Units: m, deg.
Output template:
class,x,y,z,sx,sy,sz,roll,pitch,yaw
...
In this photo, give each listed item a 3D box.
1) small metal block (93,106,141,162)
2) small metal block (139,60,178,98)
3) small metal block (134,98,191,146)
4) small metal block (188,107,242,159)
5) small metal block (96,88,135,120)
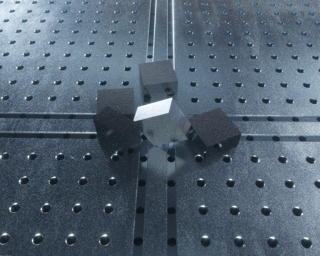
class,x,y,z,sx,sy,sz,roll,pitch,yaw
small metal block,-0.052,0.008,0.385,0.050,0.050,0.025,28,56,22
small metal block,-0.003,-0.076,0.471,0.050,0.025,0.050,-9,51,-7
small metal block,0.003,-0.006,0.385,0.050,0.050,0.025,-13,44,30
small metal block,0.069,0.005,0.404,0.050,0.025,0.050,-20,53,-16
small metal block,-0.060,-0.028,0.431,0.050,0.025,0.050,-4,50,-3
